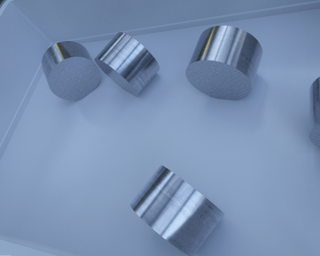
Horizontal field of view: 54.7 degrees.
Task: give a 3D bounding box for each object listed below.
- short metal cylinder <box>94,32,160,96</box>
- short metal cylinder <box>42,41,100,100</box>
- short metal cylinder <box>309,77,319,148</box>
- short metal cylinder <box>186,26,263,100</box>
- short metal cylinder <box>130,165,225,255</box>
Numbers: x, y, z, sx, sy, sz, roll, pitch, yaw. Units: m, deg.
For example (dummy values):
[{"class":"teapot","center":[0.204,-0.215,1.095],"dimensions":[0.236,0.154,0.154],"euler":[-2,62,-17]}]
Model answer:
[{"class":"short metal cylinder","center":[-0.047,-0.091,0.450],"dimensions":[0.080,0.080,0.050],"euler":[33,80,38]},{"class":"short metal cylinder","center":[-0.144,-0.092,0.500],"dimensions":[0.080,0.080,0.050],"euler":[-37,51,3]},{"class":"short metal cylinder","center":[0.181,-0.014,0.284],"dimensions":[0.080,0.080,0.050],"euler":[-1,62,27]},{"class":"short metal cylinder","center":[0.078,-0.077,0.376],"dimensions":[0.080,0.080,0.050],"euler":[10,67,32]},{"class":"short metal cylinder","center":[0.017,0.081,0.311],"dimensions":[0.080,0.080,0.050],"euler":[32,80,38]}]
